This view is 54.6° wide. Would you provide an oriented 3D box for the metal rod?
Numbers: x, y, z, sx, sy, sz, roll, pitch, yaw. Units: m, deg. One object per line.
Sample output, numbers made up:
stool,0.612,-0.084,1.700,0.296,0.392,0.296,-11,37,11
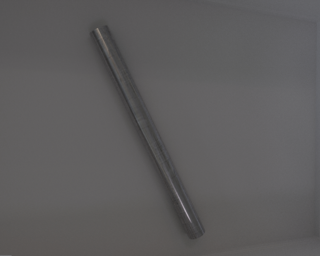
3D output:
metal rod,-0.012,0.013,0.405,0.025,0.025,0.299,-28,99,-18
